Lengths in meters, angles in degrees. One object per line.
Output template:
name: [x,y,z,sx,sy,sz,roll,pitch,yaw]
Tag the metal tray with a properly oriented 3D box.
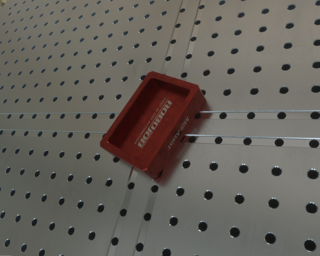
metal tray: [-0.010,-0.009,0.416,0.090,0.030,0.130,24,75,36]
